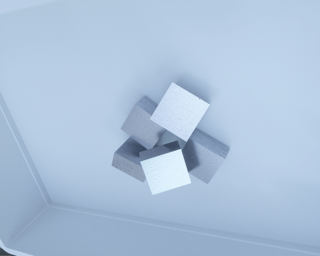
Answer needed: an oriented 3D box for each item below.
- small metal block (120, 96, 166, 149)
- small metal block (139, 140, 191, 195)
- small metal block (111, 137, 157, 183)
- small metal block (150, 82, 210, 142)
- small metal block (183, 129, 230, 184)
[{"bbox_3d":[-0.017,-0.006,0.409,0.050,0.025,0.050,37,129,2],"label":"small metal block"},{"bbox_3d":[0.006,0.049,0.386,0.050,0.025,0.050,-18,113,0],"label":"small metal block"},{"bbox_3d":[-0.031,0.041,0.429,0.050,0.050,0.025,26,127,11],"label":"small metal block"},{"bbox_3d":[0.024,-0.019,0.367,0.050,0.025,0.050,32,95,6],"label":"small metal block"},{"bbox_3d":[0.054,0.037,0.399,0.050,0.025,0.050,31,128,8],"label":"small metal block"}]
